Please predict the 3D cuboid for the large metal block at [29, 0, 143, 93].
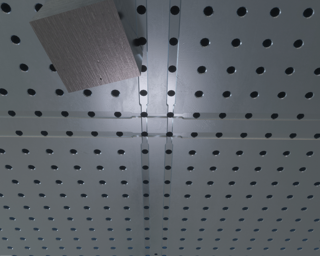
[{"bbox_3d":[-0.069,-0.091,0.317,0.080,0.050,0.080,-12,129,10],"label":"large metal block"}]
